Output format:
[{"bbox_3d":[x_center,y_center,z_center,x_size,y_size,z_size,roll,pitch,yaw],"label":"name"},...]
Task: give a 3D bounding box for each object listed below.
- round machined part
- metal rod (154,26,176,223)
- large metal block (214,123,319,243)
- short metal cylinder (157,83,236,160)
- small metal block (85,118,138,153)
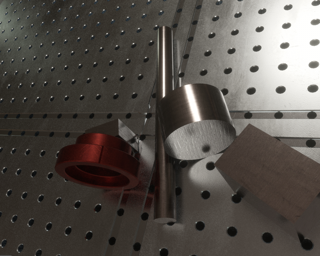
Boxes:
[{"bbox_3d":[-0.071,0.039,0.373,0.098,0.098,0.042,-6,59,24],"label":"round machined part"},{"bbox_3d":[0.007,-0.026,0.419,0.025,0.025,0.299,-13,56,21],"label":"metal rod"},{"bbox_3d":[0.106,0.052,0.285,0.050,0.080,0.080,-49,52,-6],"label":"large metal block"},{"bbox_3d":[0.040,-0.005,0.354,0.080,0.080,0.050,-21,54,15],"label":"short metal cylinder"},{"bbox_3d":[-0.064,0.017,0.414,0.050,0.050,0.025,-19,55,17],"label":"small metal block"}]
